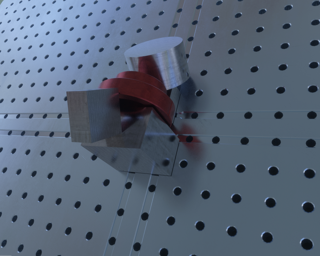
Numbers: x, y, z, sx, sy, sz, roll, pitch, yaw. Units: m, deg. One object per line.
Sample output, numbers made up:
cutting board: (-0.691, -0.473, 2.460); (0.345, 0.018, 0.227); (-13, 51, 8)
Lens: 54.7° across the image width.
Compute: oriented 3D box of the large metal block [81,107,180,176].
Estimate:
large metal block: (-0.033, 0.017, 0.377); (0.080, 0.080, 0.050); (1, 62, 28)

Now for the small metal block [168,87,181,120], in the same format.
small metal block: (-0.004, -0.034, 0.429); (0.050, 0.025, 0.050); (1, 62, 28)

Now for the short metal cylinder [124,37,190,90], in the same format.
short metal cylinder: (-0.003, -0.088, 0.425); (0.080, 0.050, 0.080); (-12, 28, 7)

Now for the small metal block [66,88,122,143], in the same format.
small metal block: (-0.066, -0.015, 0.318); (0.025, 0.050, 0.050); (2, 101, 28)

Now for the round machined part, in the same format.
round machined part: (-0.029, -0.034, 0.382); (0.098, 0.098, 0.042); (1, 62, 28)
